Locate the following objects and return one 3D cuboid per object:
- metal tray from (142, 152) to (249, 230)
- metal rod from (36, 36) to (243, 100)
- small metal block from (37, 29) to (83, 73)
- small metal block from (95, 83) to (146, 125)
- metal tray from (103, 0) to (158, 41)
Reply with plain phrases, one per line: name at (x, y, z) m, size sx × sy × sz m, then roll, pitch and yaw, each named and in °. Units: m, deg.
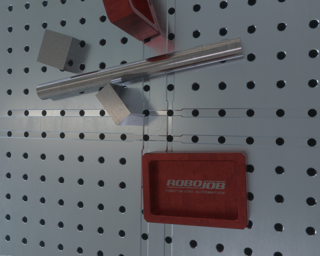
metal tray at (0.044, 0.075, 0.394) m, size 0.130 × 0.030 × 0.089 m, roll -2°, pitch 89°, yaw 19°
metal rod at (-0.041, -0.077, 0.426) m, size 0.301 × 0.025 × 0.025 m, roll -9°, pitch 87°, yaw 19°
small metal block at (-0.151, -0.115, 0.466) m, size 0.050 × 0.025 × 0.050 m, roll 20°, pitch 97°, yaw 18°
small metal block at (-0.052, -0.031, 0.418) m, size 0.025 × 0.050 × 0.050 m, roll -40°, pitch 78°, yaw 16°
metal tray at (-0.048, -0.186, 0.395) m, size 0.030 × 0.090 × 0.129 m, roll -20°, pitch 84°, yaw 19°
